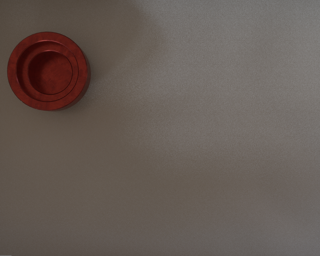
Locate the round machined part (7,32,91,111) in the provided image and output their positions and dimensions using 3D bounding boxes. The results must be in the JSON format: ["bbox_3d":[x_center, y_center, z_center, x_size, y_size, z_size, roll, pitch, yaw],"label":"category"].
[{"bbox_3d":[-0.139,-0.070,0.401,0.099,0.042,0.097,0,90,-1],"label":"round machined part"}]
